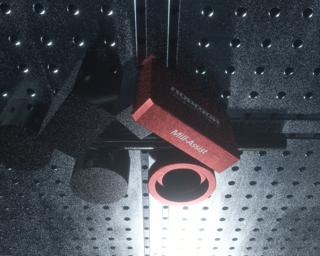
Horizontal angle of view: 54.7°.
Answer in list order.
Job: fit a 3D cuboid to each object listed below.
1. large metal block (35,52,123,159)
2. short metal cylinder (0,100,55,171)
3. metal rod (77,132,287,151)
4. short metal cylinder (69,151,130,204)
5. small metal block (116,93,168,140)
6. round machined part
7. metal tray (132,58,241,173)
[{"bbox_3d":[-0.089,-0.025,0.353,0.050,0.080,0.080,31,123,-24],"label":"large metal block"},{"bbox_3d":[-0.174,0.010,0.402,0.081,0.050,0.079,0,130,0],"label":"short metal cylinder"},{"bbox_3d":[0.020,0.018,0.427,0.302,0.025,0.025,1,130,-1],"label":"metal rod"},{"bbox_3d":[-0.085,0.066,0.450,0.081,0.050,0.079,0,130,0],"label":"short metal cylinder"},{"bbox_3d":[-0.021,-0.019,0.395,0.050,0.025,0.050,-32,124,24],"label":"small metal block"},{"bbox_3d":[0.032,0.070,0.460,0.099,0.042,0.097,0,130,0],"label":"round machined part"},{"bbox_3d":[0.031,-0.014,0.356,0.130,0.090,0.030,33,123,-25],"label":"metal tray"}]
